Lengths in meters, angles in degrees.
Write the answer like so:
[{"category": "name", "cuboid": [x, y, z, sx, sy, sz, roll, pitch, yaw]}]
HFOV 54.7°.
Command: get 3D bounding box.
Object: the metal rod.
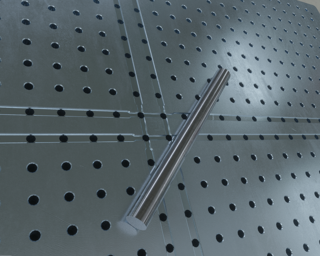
[{"category": "metal rod", "cuboid": [0.041, 0.006, 0.427, 0.025, 0.025, 0.301, 38, 51, -4]}]
